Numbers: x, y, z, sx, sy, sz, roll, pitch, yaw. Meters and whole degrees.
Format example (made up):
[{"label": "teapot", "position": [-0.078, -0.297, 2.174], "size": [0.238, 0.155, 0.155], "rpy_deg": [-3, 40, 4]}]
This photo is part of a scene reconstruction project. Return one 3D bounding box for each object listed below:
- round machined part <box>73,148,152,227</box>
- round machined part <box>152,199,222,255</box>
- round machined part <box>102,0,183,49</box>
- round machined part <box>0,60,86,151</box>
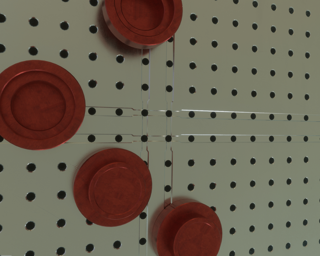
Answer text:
[{"label": "round machined part", "position": [-0.056, 0.074, 0.383], "size": [0.099, 0.042, 0.097], "rpy_deg": [0, 90, -20]}, {"label": "round machined part", "position": [0.042, 0.149, 0.419], "size": [0.099, 0.042, 0.097], "rpy_deg": [0, 90, -20]}, {"label": "round machined part", "position": [-0.024, -0.149, 0.394], "size": [0.099, 0.042, 0.097], "rpy_deg": [0, 90, -20]}, {"label": "round machined part", "position": [-0.137, -0.025, 0.353], "size": [0.099, 0.042, 0.097], "rpy_deg": [0, 90, -20]}]
